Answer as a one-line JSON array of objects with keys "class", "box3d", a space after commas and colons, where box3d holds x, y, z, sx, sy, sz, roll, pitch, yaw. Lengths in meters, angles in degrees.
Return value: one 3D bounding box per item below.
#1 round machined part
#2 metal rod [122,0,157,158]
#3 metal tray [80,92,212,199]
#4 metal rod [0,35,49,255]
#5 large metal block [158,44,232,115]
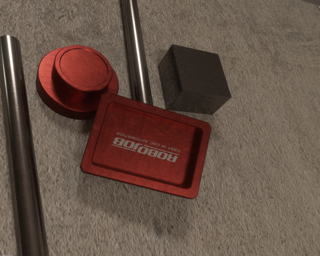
[{"class": "round machined part", "box3d": [-0.097, -0.062, 0.379, 0.099, 0.042, 0.098, 14, 56, -21]}, {"class": "metal rod", "box3d": [-0.032, -0.097, 0.446, 0.025, 0.025, 0.299, 5, 59, -26]}, {"class": "metal tray", "box3d": [-0.014, 0.022, 0.351, 0.131, 0.030, 0.090, 17, 76, -11]}, {"class": "metal rod", "box3d": [-0.139, 0.030, 0.311, 0.025, 0.025, 0.299, -4, 64, -30]}, {"class": "large metal block", "box3d": [0.049, -0.070, 0.459, 0.081, 0.050, 0.080, 5, 60, -26]}]
